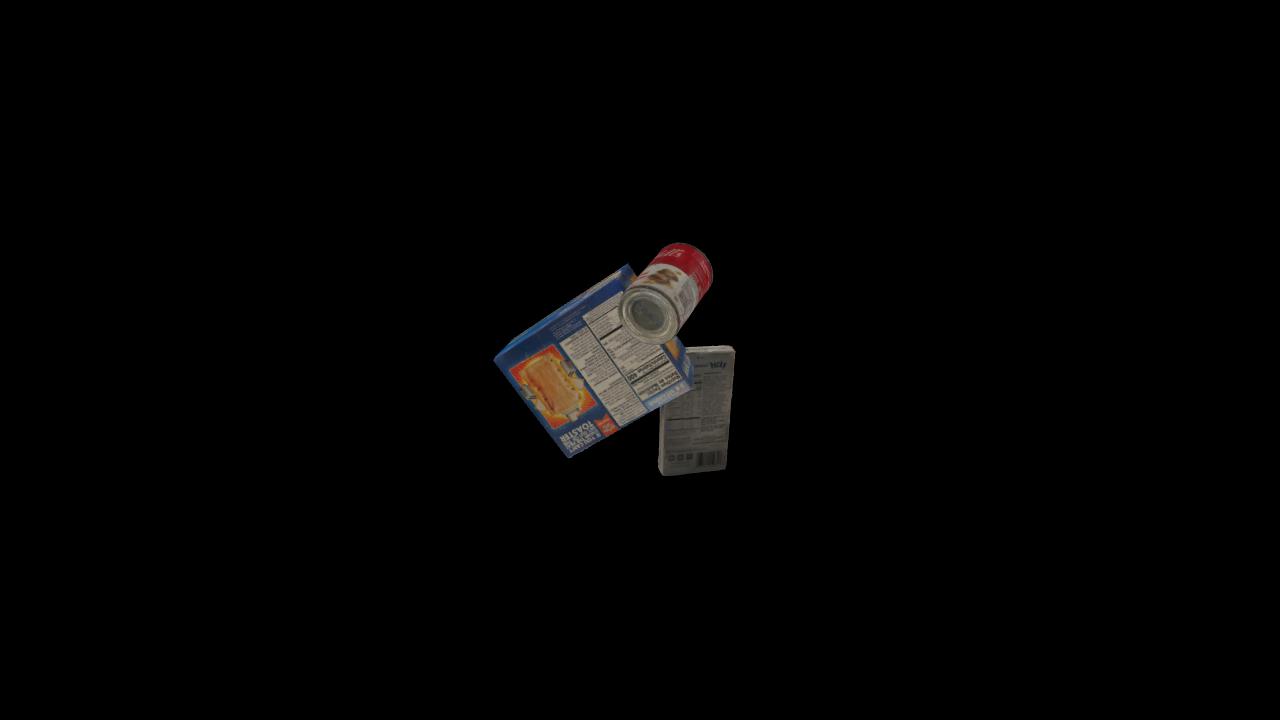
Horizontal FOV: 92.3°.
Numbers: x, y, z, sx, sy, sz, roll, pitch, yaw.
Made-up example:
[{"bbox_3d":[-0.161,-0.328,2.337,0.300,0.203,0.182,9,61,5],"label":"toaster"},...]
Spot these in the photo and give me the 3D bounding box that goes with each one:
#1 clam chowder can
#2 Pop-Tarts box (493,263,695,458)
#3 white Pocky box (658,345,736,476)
[{"bbox_3d":[0.027,-0.068,0.630,0.068,0.068,0.102,0,34,29],"label":"clam chowder can"},{"bbox_3d":[-0.046,0.001,0.677,0.167,0.141,0.083,-31,13,18],"label":"Pop-Tarts box"},{"bbox_3d":[0.065,0.060,0.721,0.084,0.154,0.028,-3,19,-13],"label":"white Pocky box"}]
